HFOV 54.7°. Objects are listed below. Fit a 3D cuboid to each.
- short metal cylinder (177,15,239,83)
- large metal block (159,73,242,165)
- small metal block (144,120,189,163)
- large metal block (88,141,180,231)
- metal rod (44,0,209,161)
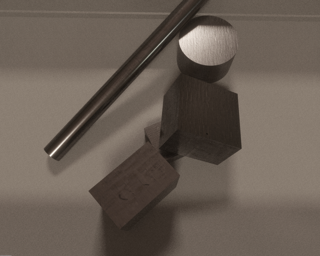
[{"bbox_3d":[0.065,-0.110,0.437,0.081,0.050,0.080,0,70,-1],"label":"short metal cylinder"},{"bbox_3d":[0.048,-0.009,0.378,0.081,0.050,0.080,17,55,-17],"label":"large metal block"},{"bbox_3d":[0.013,0.016,0.404,0.050,0.025,0.050,-23,72,-9],"label":"small metal block"},{"bbox_3d":[-0.026,0.070,0.355,0.080,0.080,0.050,-40,75,-13],"label":"large metal block"},{"bbox_3d":[-0.038,-0.077,0.406,0.025,0.025,0.300,41,86,13],"label":"metal rod"}]
